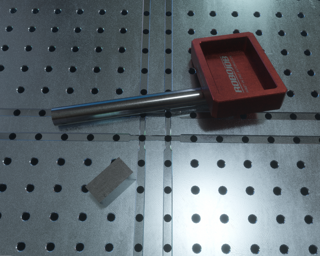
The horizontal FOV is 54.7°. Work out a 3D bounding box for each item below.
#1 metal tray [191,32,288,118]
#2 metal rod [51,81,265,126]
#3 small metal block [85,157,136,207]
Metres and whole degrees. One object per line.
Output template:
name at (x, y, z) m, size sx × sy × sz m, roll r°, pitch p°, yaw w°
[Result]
metal tray at (0.099, -0.075, 0.415) m, size 0.091 × 0.030 × 0.130 m, roll -8°, pitch 50°, yaw -4°
metal rod at (0.007, -0.037, 0.425) m, size 0.302 × 0.025 × 0.025 m, roll -8°, pitch 70°, yaw -4°
small metal block at (-0.057, 0.066, 0.374) m, size 0.050 × 0.050 × 0.025 m, roll -42°, pitch 76°, yaw -14°
